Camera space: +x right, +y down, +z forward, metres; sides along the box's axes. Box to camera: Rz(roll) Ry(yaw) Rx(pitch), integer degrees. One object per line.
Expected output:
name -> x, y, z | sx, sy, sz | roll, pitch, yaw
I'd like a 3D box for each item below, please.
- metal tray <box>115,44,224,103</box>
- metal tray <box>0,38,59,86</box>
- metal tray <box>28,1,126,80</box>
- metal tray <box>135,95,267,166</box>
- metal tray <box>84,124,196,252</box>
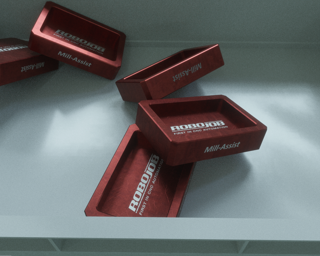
metal tray -> 0.013, -0.077, 0.436 | 0.131, 0.030, 0.090 | -30, 21, -23
metal tray -> -0.221, -0.100, 0.446 | 0.090, 0.030, 0.131 | 18, 25, 12
metal tray -> -0.122, -0.134, 0.477 | 0.131, 0.030, 0.090 | 19, 47, -19
metal tray -> 0.048, -0.003, 0.368 | 0.131, 0.030, 0.090 | -7, 35, -28
metal tray -> -0.014, 0.060, 0.350 | 0.090, 0.030, 0.130 | 15, 51, 12
